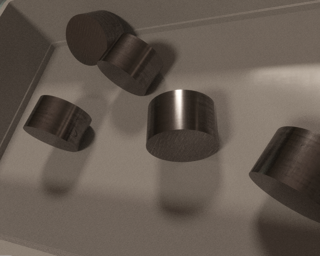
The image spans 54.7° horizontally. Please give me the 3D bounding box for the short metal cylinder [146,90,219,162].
[{"bbox_3d":[0.025,0.000,0.356,0.080,0.080,0.050,-12,57,21],"label":"short metal cylinder"}]

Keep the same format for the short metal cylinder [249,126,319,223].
[{"bbox_3d":[0.129,0.042,0.277,0.080,0.080,0.050,29,78,37],"label":"short metal cylinder"}]

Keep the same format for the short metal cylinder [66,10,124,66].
[{"bbox_3d":[-0.105,-0.147,0.504,0.080,0.079,0.050,2,26,29],"label":"short metal cylinder"}]

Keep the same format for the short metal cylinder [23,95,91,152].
[{"bbox_3d":[-0.147,-0.005,0.448,0.080,0.080,0.050,7,66,31],"label":"short metal cylinder"}]

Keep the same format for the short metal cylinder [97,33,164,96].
[{"bbox_3d":[-0.042,-0.090,0.446,0.080,0.080,0.050,23,74,36],"label":"short metal cylinder"}]
